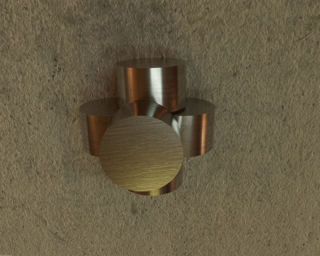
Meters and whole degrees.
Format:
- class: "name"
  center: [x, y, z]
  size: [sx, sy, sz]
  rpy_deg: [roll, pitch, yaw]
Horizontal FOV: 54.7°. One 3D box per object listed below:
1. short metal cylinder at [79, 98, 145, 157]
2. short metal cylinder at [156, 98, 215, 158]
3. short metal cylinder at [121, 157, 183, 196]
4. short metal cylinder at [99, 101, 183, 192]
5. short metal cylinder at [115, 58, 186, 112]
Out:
- class: "short metal cylinder"
  center: [-0.055, -0.003, 0.380]
  size: [0.081, 0.080, 0.050]
  rpy_deg: [-1, 110, 0]
- class: "short metal cylinder"
  center: [0.026, -0.004, 0.381]
  size: [0.081, 0.080, 0.050]
  rpy_deg: [0, 110, 0]
- class: "short metal cylinder"
  center: [-0.010, 0.043, 0.397]
  size: [0.081, 0.080, 0.050]
  rpy_deg: [0, 110, -1]
- class: "short metal cylinder"
  center: [-0.018, 0.017, 0.318]
  size: [0.081, 0.050, 0.079]
  rpy_deg: [0, 110, -1]
- class: "short metal cylinder"
  center: [-0.010, -0.052, 0.362]
  size: [0.081, 0.080, 0.050]
  rpy_deg: [-2, 110, 0]
